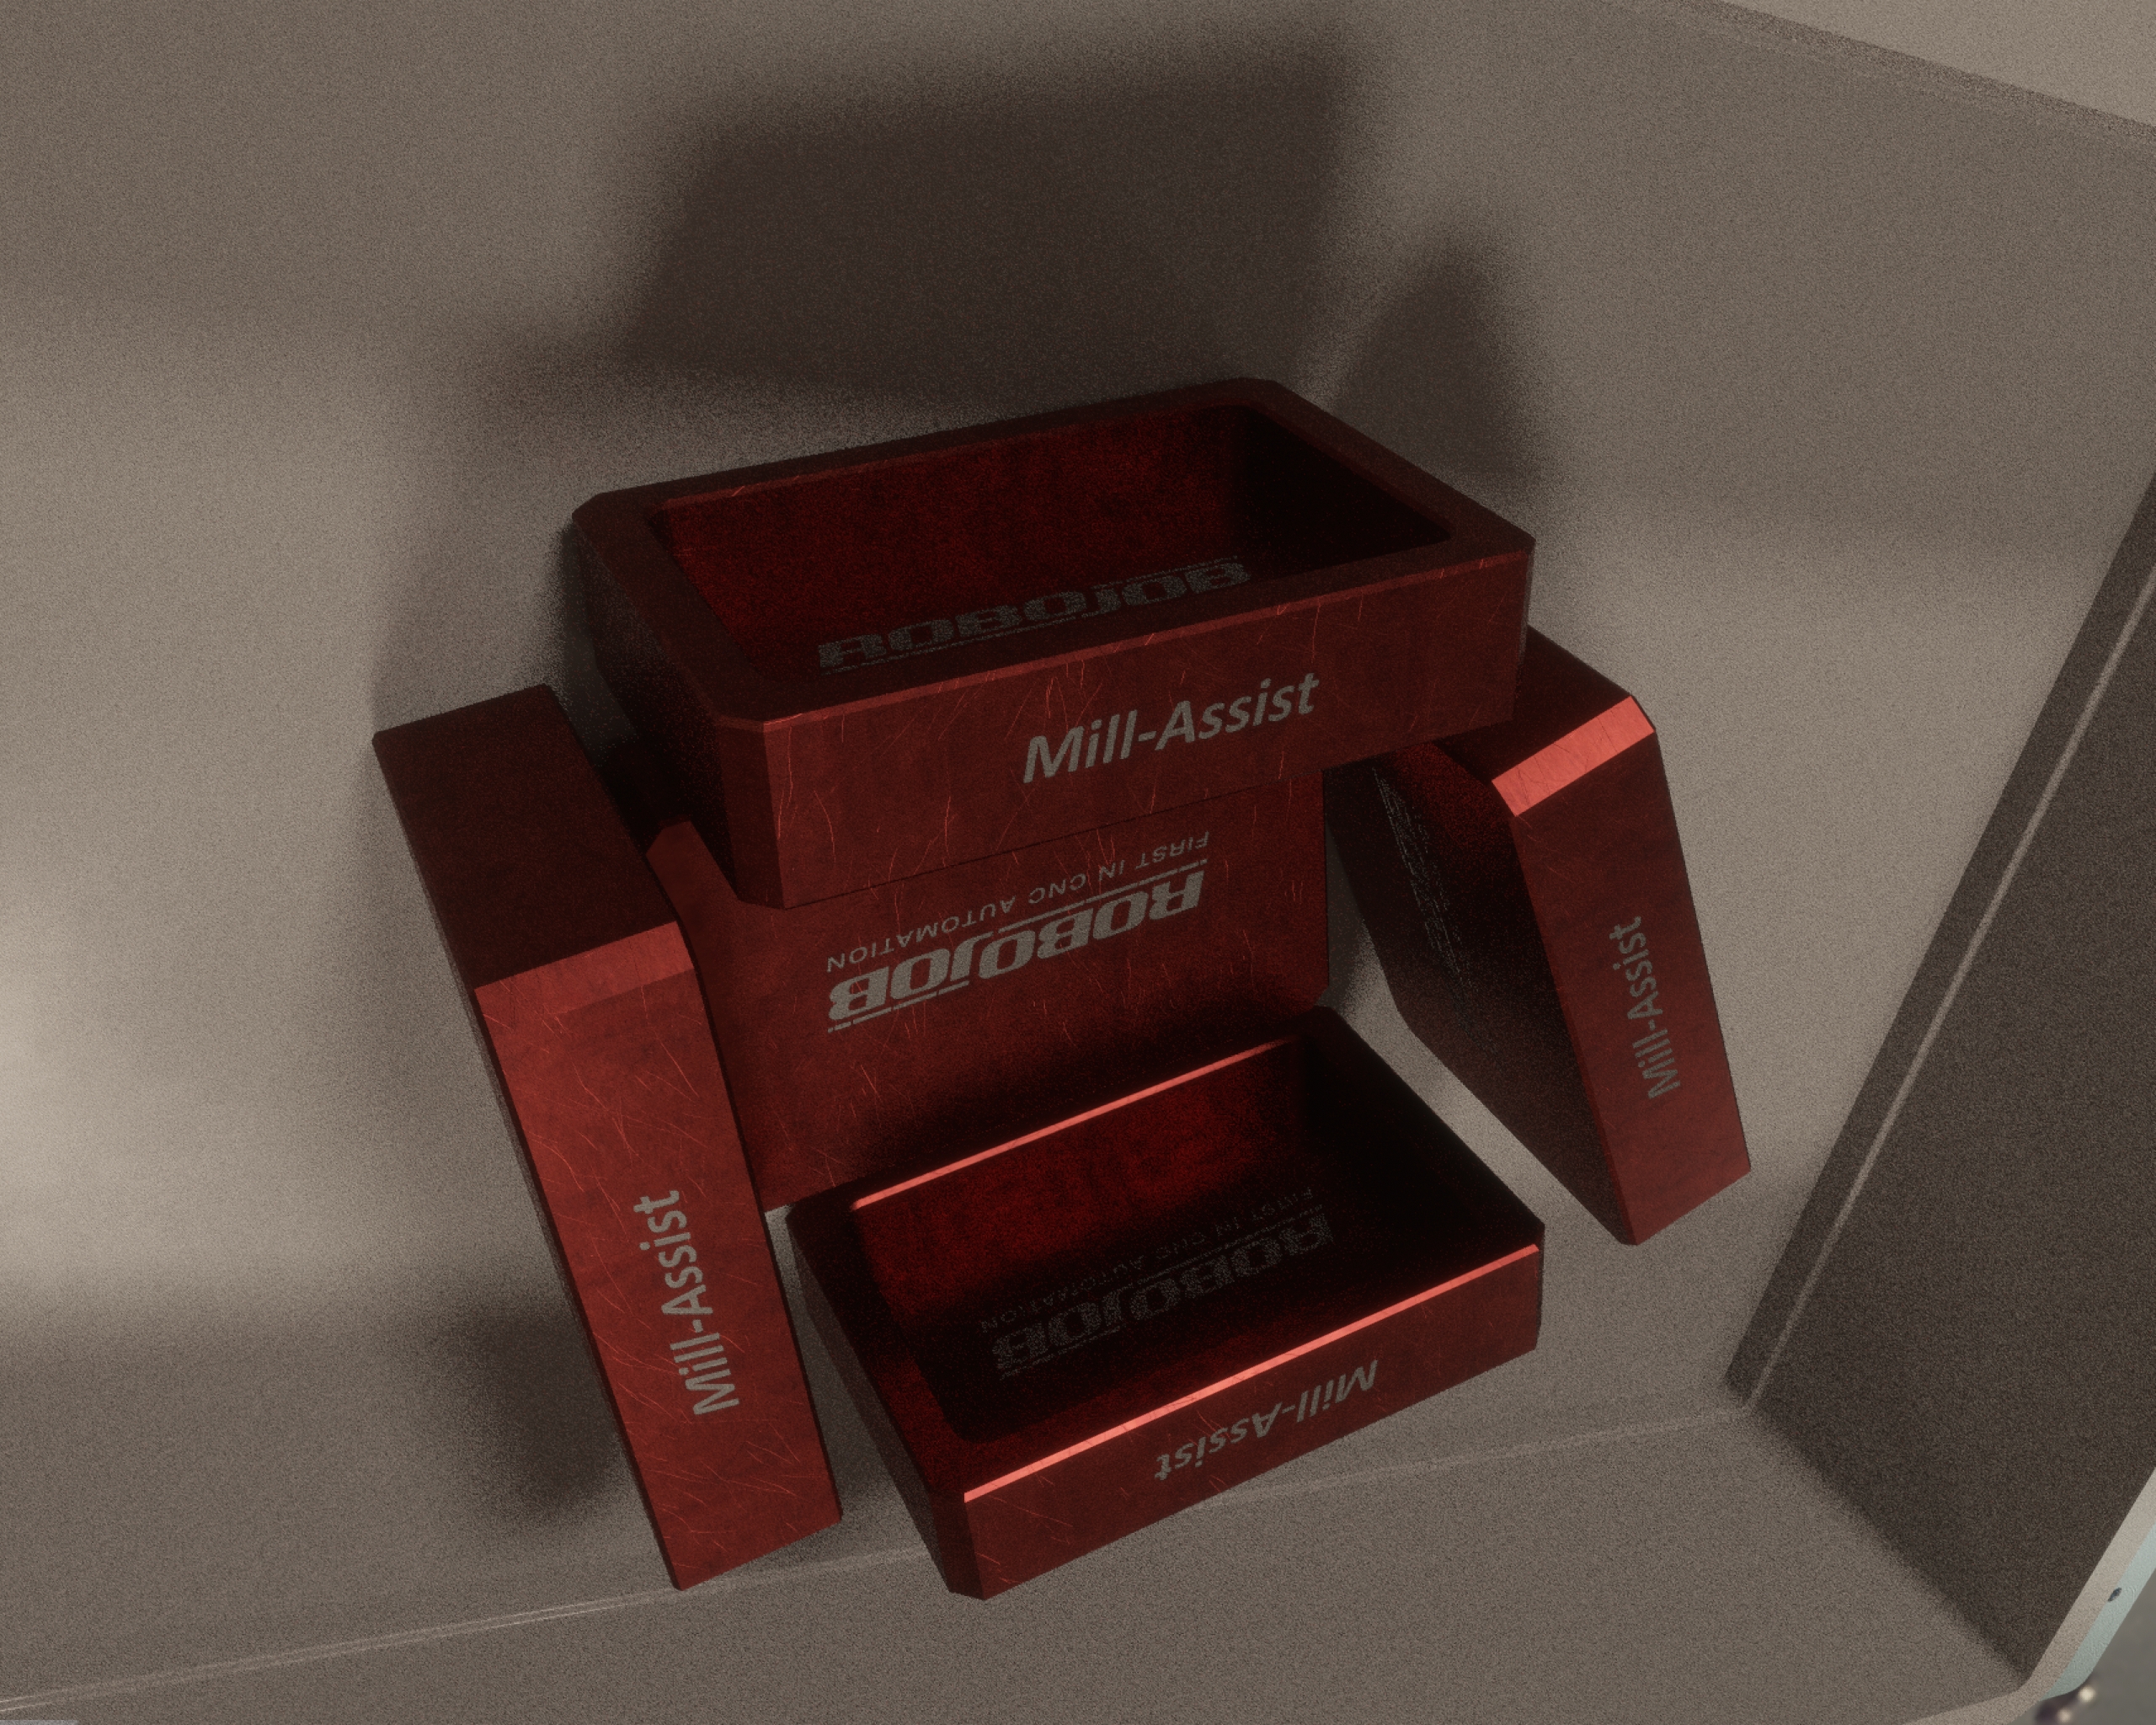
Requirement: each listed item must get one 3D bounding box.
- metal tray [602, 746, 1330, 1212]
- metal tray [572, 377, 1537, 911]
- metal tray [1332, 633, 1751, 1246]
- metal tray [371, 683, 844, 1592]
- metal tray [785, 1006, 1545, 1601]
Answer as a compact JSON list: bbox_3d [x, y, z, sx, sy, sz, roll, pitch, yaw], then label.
[{"bbox_3d":[-0.017,0.005,0.398,0.131,0.030,0.089,-18,126,-18],"label":"metal tray"},{"bbox_3d":[-0.005,-0.041,0.337,0.131,0.090,0.030,-15,125,-21],"label":"metal tray"},{"bbox_3d":[0.085,0.006,0.417,0.030,0.090,0.130,-31,129,-8],"label":"metal tray"},{"bbox_3d":[-0.078,0.046,0.351,0.030,0.090,0.129,-20,126,-17],"label":"metal tray"},{"bbox_3d":[0.017,0.084,0.427,0.131,0.090,0.030,-19,126,-18],"label":"metal tray"}]
